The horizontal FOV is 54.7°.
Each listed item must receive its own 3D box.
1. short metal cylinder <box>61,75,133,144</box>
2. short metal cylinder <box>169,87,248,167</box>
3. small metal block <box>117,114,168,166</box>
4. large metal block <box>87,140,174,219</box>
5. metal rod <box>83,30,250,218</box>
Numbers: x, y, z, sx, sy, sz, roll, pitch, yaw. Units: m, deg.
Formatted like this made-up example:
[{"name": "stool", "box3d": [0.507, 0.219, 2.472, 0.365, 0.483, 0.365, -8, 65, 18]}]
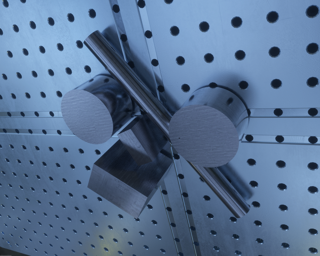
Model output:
[{"name": "short metal cylinder", "box3d": [-0.085, -0.025, 0.419, 0.080, 0.050, 0.079, 13, 124, 21]}, {"name": "short metal cylinder", "box3d": [0.057, -0.001, 0.359, 0.080, 0.050, 0.079, 13, 124, 21]}, {"name": "small metal block", "box3d": [-0.021, 0.013, 0.409, 0.025, 0.050, 0.050, -23, 106, 36]}, {"name": "large metal block", "box3d": [-0.040, 0.063, 0.430, 0.080, 0.080, 0.050, 30, 129, 9]}, {"name": "metal rod", "box3d": [0.013, 0.000, 0.399, 0.300, 0.025, 0.025, 49, 129, -7]}]
